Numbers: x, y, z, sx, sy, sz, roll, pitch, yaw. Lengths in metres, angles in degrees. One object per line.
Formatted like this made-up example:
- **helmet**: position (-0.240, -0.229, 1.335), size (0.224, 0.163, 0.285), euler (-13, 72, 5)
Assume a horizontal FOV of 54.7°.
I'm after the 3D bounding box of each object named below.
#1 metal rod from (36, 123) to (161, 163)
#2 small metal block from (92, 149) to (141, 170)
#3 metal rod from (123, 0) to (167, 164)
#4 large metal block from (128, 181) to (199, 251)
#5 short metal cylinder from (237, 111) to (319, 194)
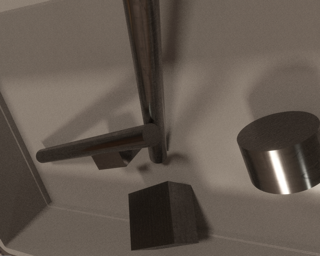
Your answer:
- **metal rod**: position (-0.107, 0.028, 0.436), size (0.299, 0.025, 0.025), euler (-12, 113, 47)
- **small metal block**: position (-0.061, 0.033, 0.443), size (0.050, 0.050, 0.025), euler (-11, 113, 32)
- **metal rod**: position (-0.009, -0.035, 0.306), size (0.025, 0.025, 0.299), euler (22, 154, 14)
- **large metal block**: position (0.002, 0.127, 0.441), size (0.080, 0.080, 0.050), euler (-26, 149, 36)
- **short metal cylinder**: position (0.127, 0.023, 0.320), size (0.080, 0.080, 0.050), euler (-11, 113, 32)
